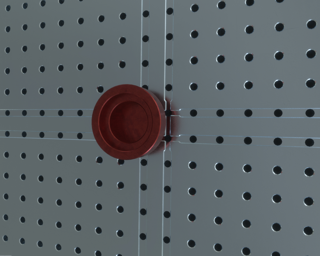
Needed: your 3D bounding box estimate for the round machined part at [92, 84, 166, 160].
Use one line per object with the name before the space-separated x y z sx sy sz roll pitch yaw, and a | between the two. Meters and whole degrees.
round machined part | -0.038 -0.008 0.416 0.098 0.042 0.097 0 90 19
